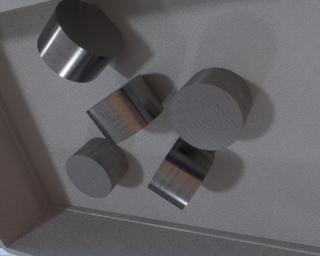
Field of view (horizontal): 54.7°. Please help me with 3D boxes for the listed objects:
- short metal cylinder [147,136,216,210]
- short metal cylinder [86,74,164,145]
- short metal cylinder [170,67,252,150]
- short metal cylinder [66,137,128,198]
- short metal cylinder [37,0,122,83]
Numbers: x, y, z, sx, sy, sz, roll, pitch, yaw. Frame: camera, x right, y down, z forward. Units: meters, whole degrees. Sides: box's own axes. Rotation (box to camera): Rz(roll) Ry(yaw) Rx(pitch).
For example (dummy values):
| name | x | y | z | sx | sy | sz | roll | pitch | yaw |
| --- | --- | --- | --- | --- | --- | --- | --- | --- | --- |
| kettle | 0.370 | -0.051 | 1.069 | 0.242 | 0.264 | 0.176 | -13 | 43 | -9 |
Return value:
| name | x | y | z | sx | sy | sz | roll | pitch | yaw |
| --- | --- | --- | --- | --- | --- | --- | --- | --- | --- |
| short metal cylinder | 0.027 | 0.055 | 0.392 | 0.050 | 0.080 | 0.079 | 32 | 128 | 7 |
| short metal cylinder | -0.042 | -0.023 | 0.380 | 0.080 | 0.080 | 0.050 | -26 | 104 | 37 |
| short metal cylinder | 0.058 | -0.022 | 0.348 | 0.080 | 0.050 | 0.079 | 13 | 124 | 20 |
| short metal cylinder | -0.097 | 0.061 | 0.479 | 0.080 | 0.050 | 0.079 | 13 | 124 | 20 |
| short metal cylinder | -0.092 | -0.100 | 0.358 | 0.080 | 0.080 | 0.050 | 48 | 129 | -6 |
